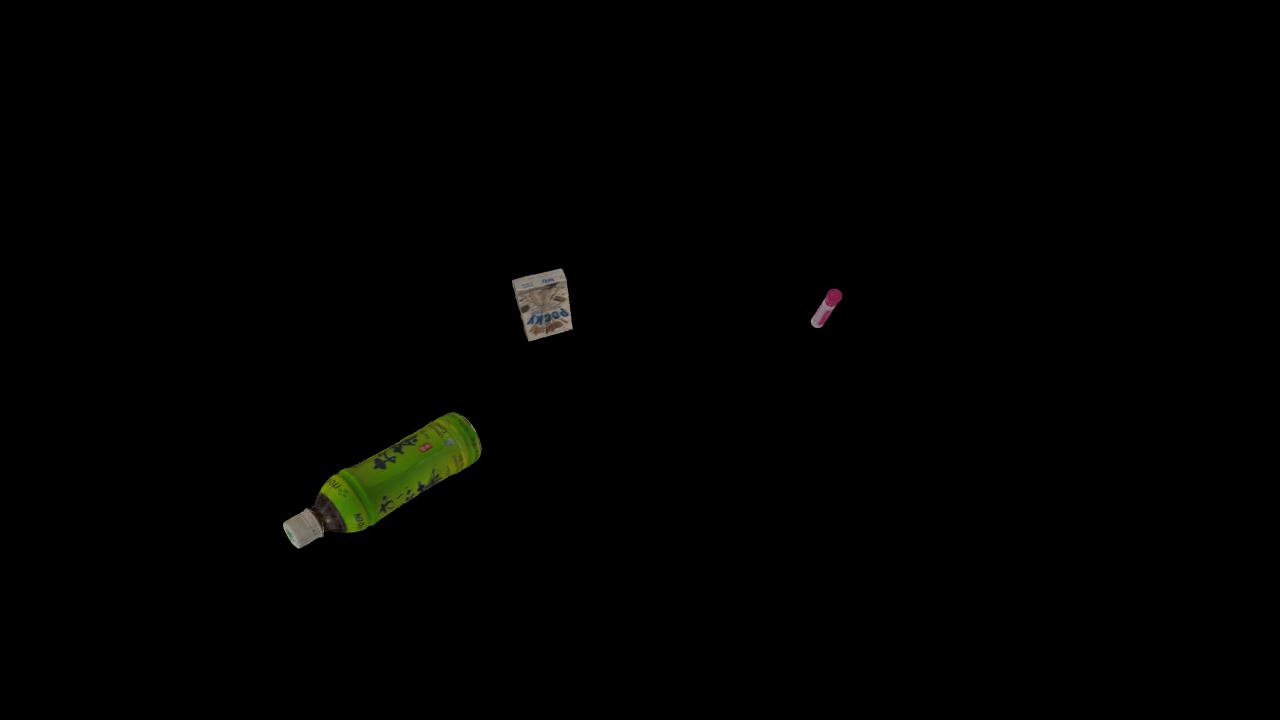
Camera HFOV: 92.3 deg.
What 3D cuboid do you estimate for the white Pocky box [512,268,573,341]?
[{"bbox_3d":[-0.159,-0.089,1.019,0.084,0.028,0.154,-16,-27,-10],"label":"white Pocky box"}]

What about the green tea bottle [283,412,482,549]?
[{"bbox_3d":[-0.278,0.133,0.676,0.073,0.073,0.212,0,25,44],"label":"green tea bottle"}]

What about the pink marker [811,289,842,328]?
[{"bbox_3d":[0.251,-0.069,0.829,0.020,0.020,0.121,0,-13,5],"label":"pink marker"}]
